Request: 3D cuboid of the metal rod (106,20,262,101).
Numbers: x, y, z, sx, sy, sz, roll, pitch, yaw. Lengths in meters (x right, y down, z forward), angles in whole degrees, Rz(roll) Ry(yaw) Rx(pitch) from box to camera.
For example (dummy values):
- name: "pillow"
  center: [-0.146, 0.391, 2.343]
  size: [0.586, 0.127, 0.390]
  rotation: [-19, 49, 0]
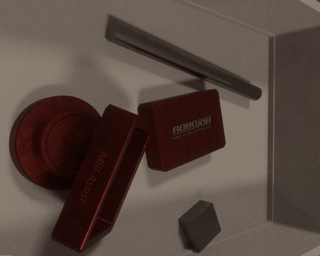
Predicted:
- name: "metal rod"
  center: [0.057, -0.087, 0.456]
  size: [0.302, 0.025, 0.025]
  rotation: [13, 82, -40]

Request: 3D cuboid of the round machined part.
- name: "round machined part"
  center: [-0.095, 0.015, 0.317]
  size: [0.099, 0.042, 0.097]
  rotation: [0, 90, -40]

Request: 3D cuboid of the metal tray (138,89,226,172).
- name: "metal tray"
  center: [0.036, -0.001, 0.436]
  size: [0.131, 0.030, 0.089]
  rotation: [-17, 101, -39]

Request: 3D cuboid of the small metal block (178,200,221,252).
- name: "small metal block"
  center: [0.060, 0.144, 0.460]
  size: [0.050, 0.025, 0.050]
  rotation: [-31, 109, -36]

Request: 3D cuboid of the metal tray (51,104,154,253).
- name: "metal tray"
  center: [-0.051, 0.048, 0.312]
  size: [0.090, 0.030, 0.129]
  rotation: [39, 73, -79]
